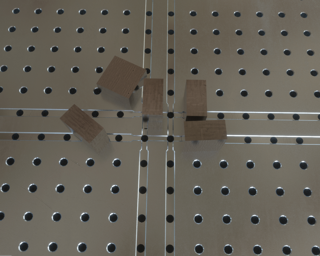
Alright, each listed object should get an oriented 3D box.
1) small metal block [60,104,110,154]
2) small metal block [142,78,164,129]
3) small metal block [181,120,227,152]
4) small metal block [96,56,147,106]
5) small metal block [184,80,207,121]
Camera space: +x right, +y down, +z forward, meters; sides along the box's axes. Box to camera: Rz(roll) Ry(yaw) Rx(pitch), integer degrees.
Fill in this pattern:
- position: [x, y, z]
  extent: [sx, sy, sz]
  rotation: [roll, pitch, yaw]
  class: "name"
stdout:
- position: [-0.094, 0.003, 0.397]
  extent: [0.050, 0.050, 0.025]
  rotation: [38, 75, 12]
  class: "small metal block"
- position: [-0.009, -0.031, 0.410]
  extent: [0.025, 0.050, 0.050]
  rotation: [1, 70, 1]
  class: "small metal block"
- position: [0.054, 0.011, 0.395]
  extent: [0.050, 0.050, 0.025]
  rotation: [-2, 70, -1]
  class: "small metal block"
- position: [-0.052, -0.066, 0.436]
  extent: [0.050, 0.025, 0.050]
  rotation: [26, 72, 9]
  class: "small metal block"
- position: [0.046, -0.030, 0.410]
  extent: [0.025, 0.050, 0.050]
  rotation: [1, 70, 1]
  class: "small metal block"
